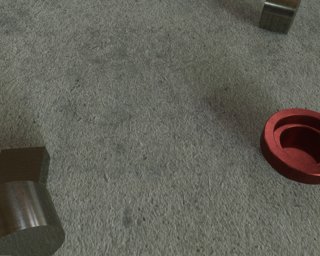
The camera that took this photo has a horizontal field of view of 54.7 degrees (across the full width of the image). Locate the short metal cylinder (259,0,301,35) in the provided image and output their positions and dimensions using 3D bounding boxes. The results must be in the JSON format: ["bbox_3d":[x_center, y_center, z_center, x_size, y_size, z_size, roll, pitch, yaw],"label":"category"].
[{"bbox_3d":[0.214,-0.211,0.546,0.050,0.080,0.080,22,54,18],"label":"short metal cylinder"}]

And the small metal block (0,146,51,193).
[{"bbox_3d":[-0.159,0.051,0.360,0.050,0.025,0.050,-4,50,-4],"label":"small metal block"}]

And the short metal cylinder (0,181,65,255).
[{"bbox_3d":[-0.136,0.094,0.287,0.081,0.080,0.050,-24,54,-19],"label":"short metal cylinder"}]

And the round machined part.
[{"bbox_3d":[0.170,0.026,0.372,0.099,0.042,0.098,0,50,0],"label":"round machined part"}]
